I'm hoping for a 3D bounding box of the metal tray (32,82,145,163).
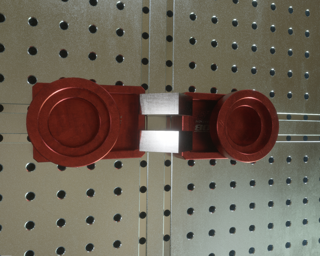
[{"bbox_3d":[-0.085,-0.007,0.380,0.131,0.030,0.089,-1,92,-20],"label":"metal tray"}]

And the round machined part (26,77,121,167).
[{"bbox_3d":[-0.098,-0.006,0.354,0.099,0.042,0.097,0,90,-20],"label":"round machined part"}]

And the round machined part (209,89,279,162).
[{"bbox_3d":[0.112,-0.003,0.431,0.099,0.042,0.097,0,90,-20],"label":"round machined part"}]

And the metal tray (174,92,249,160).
[{"bbox_3d":[0.086,-0.002,0.442,0.131,0.030,0.089,1,90,-20],"label":"metal tray"}]

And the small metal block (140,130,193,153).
[{"bbox_3d":[0.009,0.016,0.387,0.050,0.050,0.025,1,90,24],"label":"small metal block"}]

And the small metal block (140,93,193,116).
[{"bbox_3d":[0.009,-0.028,0.387,0.050,0.050,0.025,1,90,24],"label":"small metal block"}]
